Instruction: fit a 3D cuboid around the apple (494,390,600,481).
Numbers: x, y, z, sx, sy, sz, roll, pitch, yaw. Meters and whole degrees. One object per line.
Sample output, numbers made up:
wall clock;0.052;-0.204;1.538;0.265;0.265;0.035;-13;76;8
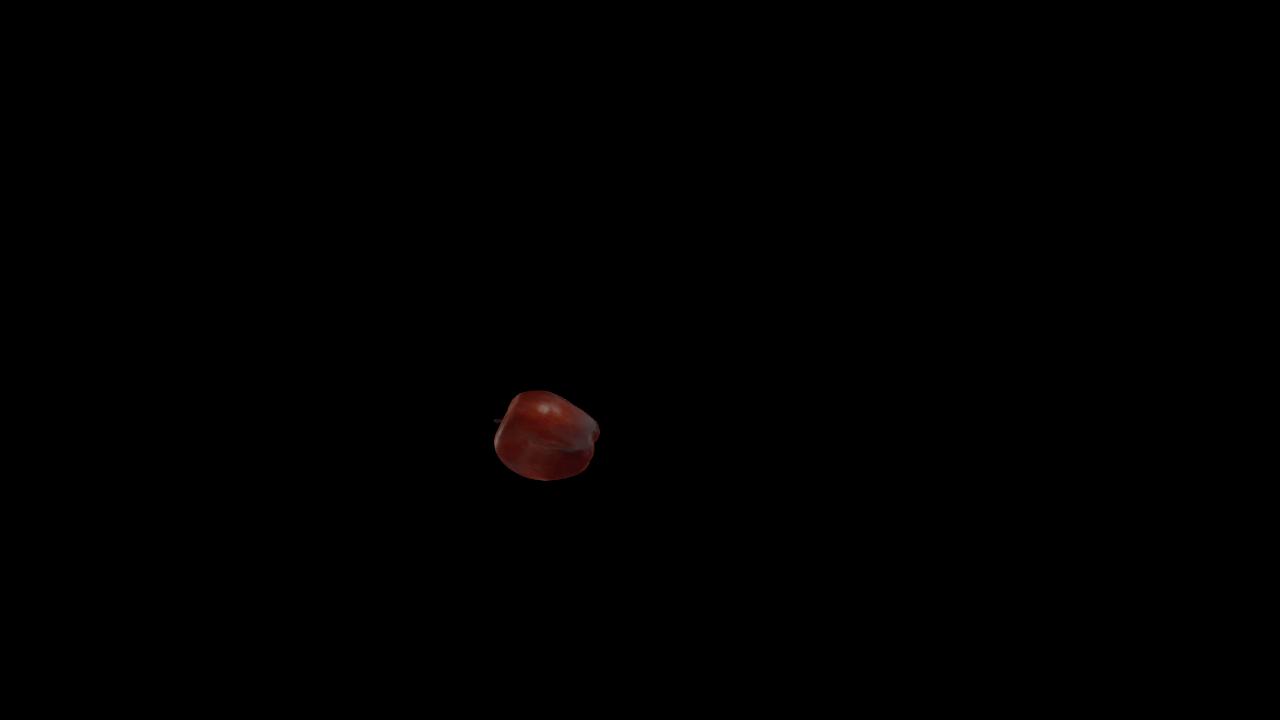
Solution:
apple;-0.086;0.068;0.553;0.093;0.079;0.079;20;-2;-6
